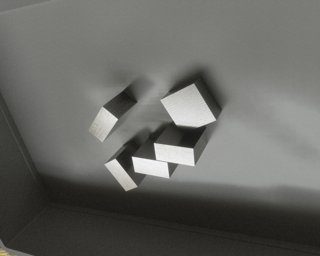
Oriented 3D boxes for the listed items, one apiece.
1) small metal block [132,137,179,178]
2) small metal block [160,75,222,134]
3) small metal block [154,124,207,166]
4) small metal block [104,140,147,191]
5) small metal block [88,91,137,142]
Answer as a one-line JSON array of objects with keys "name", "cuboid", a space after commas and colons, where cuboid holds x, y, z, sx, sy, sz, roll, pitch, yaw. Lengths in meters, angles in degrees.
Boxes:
[{"name": "small metal block", "cuboid": [-0.002, 0.039, 0.416, 0.050, 0.050, 0.025, 6, 121, 24]}, {"name": "small metal block", "cuboid": [0.037, -0.027, 0.371, 0.050, 0.025, 0.050, -23, 106, 36]}, {"name": "small metal block", "cuboid": [0.027, 0.020, 0.389, 0.050, 0.050, 0.025, 7, 121, 24]}, {"name": "small metal block", "cuboid": [-0.044, 0.054, 0.447, 0.025, 0.050, 0.050, -29, 103, 37]}, {"name": "small metal block", "cuboid": [-0.063, -0.016, 0.414, 0.025, 0.050, 0.050, 40, 129, 1]}]
